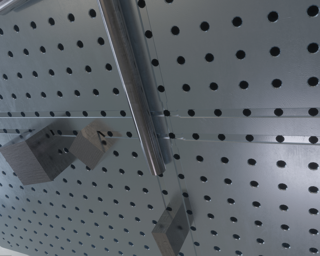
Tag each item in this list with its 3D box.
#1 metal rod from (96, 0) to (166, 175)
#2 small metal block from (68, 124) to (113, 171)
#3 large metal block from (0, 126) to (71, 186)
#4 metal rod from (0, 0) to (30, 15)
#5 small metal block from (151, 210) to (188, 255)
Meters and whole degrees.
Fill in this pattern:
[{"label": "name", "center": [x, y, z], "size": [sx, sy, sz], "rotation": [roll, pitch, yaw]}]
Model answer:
[{"label": "metal rod", "center": [-0.039, -0.069, 0.388], "size": [0.025, 0.025, 0.298], "rotation": [-1, 118, 28]}, {"label": "small metal block", "center": [-0.110, 0.031, 0.488], "size": [0.050, 0.025, 0.050], "rotation": [40, 129, 1]}, {"label": "large metal block", "center": [-0.218, 0.050, 0.541], "size": [0.080, 0.050, 0.080], "rotation": [-13, 112, 33]}, {"label": "metal rod", "center": [-0.103, -0.173, 0.329], "size": [0.300, 0.025, 0.025], "rotation": [-3, 117, 39]}, {"label": "small metal block", "center": [0.017, 0.166, 0.489], "size": [0.025, 0.050, 0.050], "rotation": [-8, 115, 32]}]
